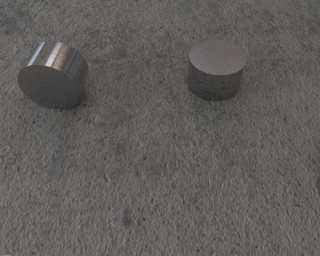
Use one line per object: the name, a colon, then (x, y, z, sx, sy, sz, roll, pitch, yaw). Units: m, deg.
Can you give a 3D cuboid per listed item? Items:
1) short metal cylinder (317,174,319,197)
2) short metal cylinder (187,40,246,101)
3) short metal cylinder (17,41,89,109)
short metal cylinder: (0.223, 0.060, 0.338, 0.080, 0.050, 0.080, 0, 50, 0)
short metal cylinder: (0.082, -0.085, 0.459, 0.080, 0.050, 0.080, 0, 50, 0)
short metal cylinder: (-0.145, -0.071, 0.426, 0.080, 0.080, 0.050, 5, 50, 4)
